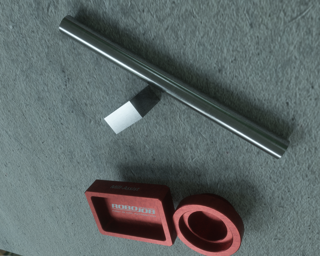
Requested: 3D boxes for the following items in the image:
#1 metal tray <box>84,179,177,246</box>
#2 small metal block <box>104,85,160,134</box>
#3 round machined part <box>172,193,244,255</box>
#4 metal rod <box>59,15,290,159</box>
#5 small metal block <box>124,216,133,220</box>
[{"bbox_3d":[-0.042,0.127,0.471,0.130,0.030,0.089,0,117,25],"label":"metal tray"},{"bbox_3d":[-0.035,-0.024,0.393,0.050,0.050,0.025,-30,102,37],"label":"small metal block"},{"bbox_3d":[0.070,0.132,0.440,0.098,0.042,0.097,13,124,20],"label":"round machined part"},{"bbox_3d":[0.011,-0.052,0.367,0.301,0.025,0.025,31,128,7],"label":"metal rod"},{"bbox_3d":[-0.056,0.133,0.517,0.050,0.025,0.050,-19,109,35],"label":"small metal block"}]
